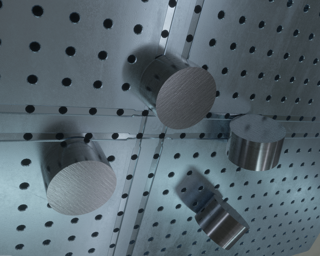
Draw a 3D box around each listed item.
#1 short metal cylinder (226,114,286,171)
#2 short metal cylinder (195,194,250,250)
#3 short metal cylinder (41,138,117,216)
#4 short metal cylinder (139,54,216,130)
[{"bbox_3d":[0.143,0.020,0.469,0.081,0.080,0.050,-14,124,-21],"label":"short metal cylinder"},{"bbox_3d":[0.107,0.162,0.537,0.050,0.080,0.080,-49,129,6],"label":"short metal cylinder"},{"bbox_3d":[-0.100,0.059,0.378,0.081,0.050,0.079,-14,125,-21],"label":"short metal cylinder"},{"bbox_3d":[0.021,-0.045,0.380,0.081,0.050,0.079,-14,125,-21],"label":"short metal cylinder"}]
